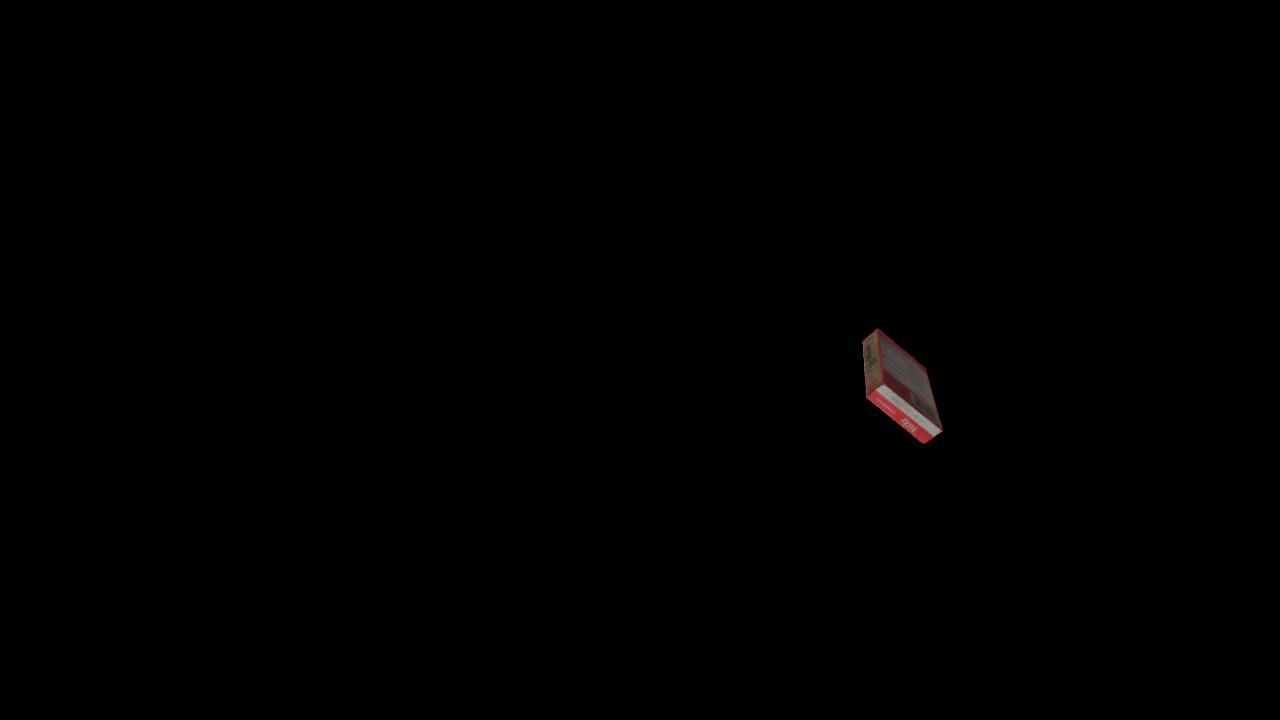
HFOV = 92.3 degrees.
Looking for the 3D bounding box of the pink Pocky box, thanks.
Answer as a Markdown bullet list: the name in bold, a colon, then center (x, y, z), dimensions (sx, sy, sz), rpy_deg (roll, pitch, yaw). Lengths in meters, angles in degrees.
- **pink Pocky box**: center (0.299, 0.025, 0.710), dimensions (0.084, 0.029, 0.155), rpy_deg (39, 30, -3)
